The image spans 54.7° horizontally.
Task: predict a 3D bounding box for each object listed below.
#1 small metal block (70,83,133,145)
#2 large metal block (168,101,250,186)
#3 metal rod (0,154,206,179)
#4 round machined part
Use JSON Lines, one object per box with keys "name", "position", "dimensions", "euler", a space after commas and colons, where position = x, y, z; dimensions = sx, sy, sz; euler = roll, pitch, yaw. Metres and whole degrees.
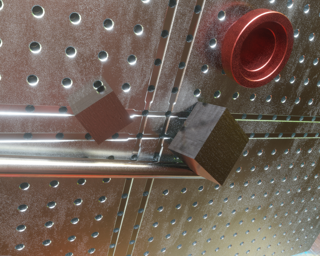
{"name": "small metal block", "position": [-0.068, -0.016, 0.365], "dimensions": [0.050, 0.025, 0.050], "euler": [-35, 129, -6]}
{"name": "large metal block", "position": [0.070, 0.022, 0.434], "dimensions": [0.080, 0.050, 0.080], "euler": [44, 74, -40]}
{"name": "metal rod", "position": [-0.055, 0.055, 0.416], "dimensions": [0.302, 0.025, 0.025], "euler": [6, 115, -32]}
{"name": "round machined part", "position": [0.121, -0.105, 0.404], "dimensions": [0.099, 0.042, 0.097], "euler": [-14, 125, -21]}
